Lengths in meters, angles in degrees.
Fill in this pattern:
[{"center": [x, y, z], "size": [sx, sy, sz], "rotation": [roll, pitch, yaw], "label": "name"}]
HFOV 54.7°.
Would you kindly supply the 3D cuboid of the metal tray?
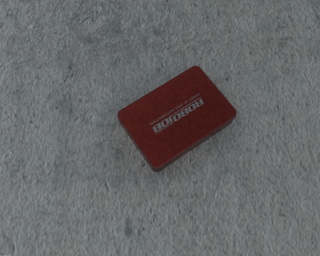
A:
[{"center": [0.022, -0.014, 0.411], "size": [0.131, 0.030, 0.090], "rotation": [-33, 74, -12], "label": "metal tray"}]
